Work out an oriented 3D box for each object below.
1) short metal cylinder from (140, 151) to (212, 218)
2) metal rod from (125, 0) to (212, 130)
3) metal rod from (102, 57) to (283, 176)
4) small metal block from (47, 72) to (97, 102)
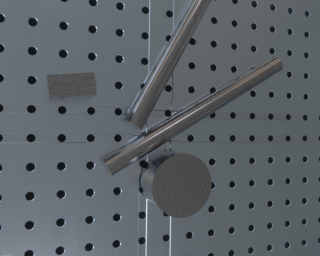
[{"bbox_3d":[0.020,0.071,0.407,0.081,0.050,0.079,0,90,-20],"label":"short metal cylinder"},{"bbox_3d":[0.035,-0.134,0.425,0.025,0.025,0.299,31,80,-18],"label":"metal rod"},{"bbox_3d":[0.057,-0.024,0.433,0.302,0.025,0.025,-31,101,-17],"label":"metal rod"},{"bbox_3d":[-0.104,-0.047,0.361,0.050,0.050,0.025,-7,93,-20],"label":"small metal block"}]
